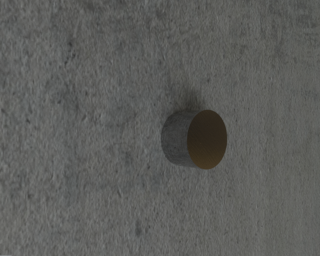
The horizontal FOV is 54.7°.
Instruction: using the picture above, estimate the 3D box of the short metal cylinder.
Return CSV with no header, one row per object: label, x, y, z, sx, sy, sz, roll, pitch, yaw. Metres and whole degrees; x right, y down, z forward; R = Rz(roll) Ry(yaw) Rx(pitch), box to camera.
short metal cylinder,0.048,0.015,0.431,0.081,0.050,0.079,0,90,-40
